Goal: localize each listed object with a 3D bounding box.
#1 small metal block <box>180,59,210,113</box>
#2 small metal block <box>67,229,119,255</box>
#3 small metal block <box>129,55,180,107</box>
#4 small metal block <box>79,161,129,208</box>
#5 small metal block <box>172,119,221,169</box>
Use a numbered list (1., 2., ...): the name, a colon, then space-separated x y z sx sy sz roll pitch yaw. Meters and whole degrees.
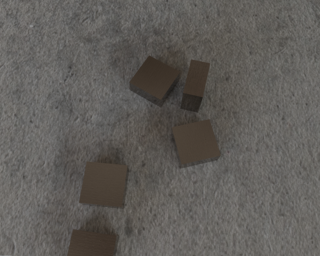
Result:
1. small metal block: 0.047 -0.055 0.416 0.025 0.050 0.050 13 71 4
2. small metal block: -0.077 0.146 0.354 0.050 0.025 0.050 8 70 2
3. small metal block: -0.007 -0.065 0.432 0.050 0.025 0.050 30 73 10
4. small metal block: -0.067 0.071 0.381 0.050 0.025 0.050 6 70 1
5. small metal block: 0.045 0.021 0.401 0.050 0.025 0.050 -12 71 -5
